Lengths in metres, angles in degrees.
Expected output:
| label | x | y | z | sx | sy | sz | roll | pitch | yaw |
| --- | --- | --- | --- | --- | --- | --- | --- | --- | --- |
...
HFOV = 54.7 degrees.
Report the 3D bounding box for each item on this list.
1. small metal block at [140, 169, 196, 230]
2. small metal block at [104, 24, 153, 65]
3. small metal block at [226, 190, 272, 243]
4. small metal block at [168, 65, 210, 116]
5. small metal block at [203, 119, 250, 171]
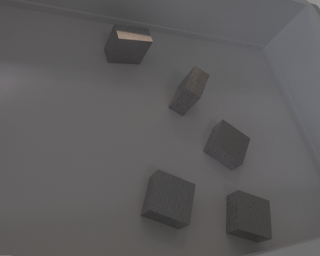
| label | x | y | z | sx | sy | sz | roll | pitch | yaw |
| --- | --- | --- | --- | --- | --- | --- | --- | --- | --- |
| small metal block | 0.010 | 0.083 | 0.360 | 0.050 | 0.025 | 0.050 | 24 | 53 | -14 |
| small metal block | -0.045 | -0.116 | 0.436 | 0.050 | 0.050 | 0.025 | -4 | 64 | -30 |
| small metal block | 0.113 | 0.114 | 0.397 | 0.050 | 0.025 | 0.050 | 21 | 54 | -16 |
| small metal block | 0.041 | -0.053 | 0.444 | 0.025 | 0.050 | 0.050 | 31 | 52 | -8 |
| small metal block | 0.096 | 0.024 | 0.442 | 0.050 | 0.025 | 0.050 | 34 | 51 | -6 |
